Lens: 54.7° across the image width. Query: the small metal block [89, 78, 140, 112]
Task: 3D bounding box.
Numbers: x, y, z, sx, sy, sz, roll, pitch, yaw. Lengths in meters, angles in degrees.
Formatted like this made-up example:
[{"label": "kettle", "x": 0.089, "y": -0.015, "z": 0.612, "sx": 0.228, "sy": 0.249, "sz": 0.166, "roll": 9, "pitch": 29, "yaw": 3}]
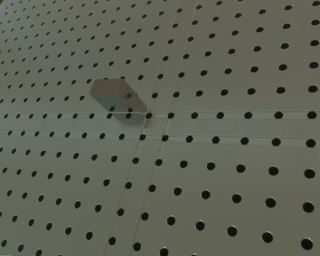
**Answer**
[{"label": "small metal block", "x": -0.066, "y": -0.047, "z": 0.454, "sx": 0.050, "sy": 0.050, "sz": 0.025, "roll": 3, "pitch": 63, "yaw": 29}]
